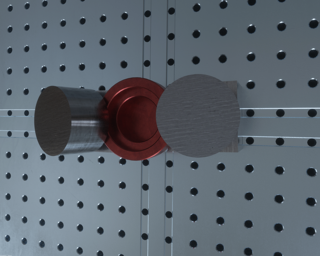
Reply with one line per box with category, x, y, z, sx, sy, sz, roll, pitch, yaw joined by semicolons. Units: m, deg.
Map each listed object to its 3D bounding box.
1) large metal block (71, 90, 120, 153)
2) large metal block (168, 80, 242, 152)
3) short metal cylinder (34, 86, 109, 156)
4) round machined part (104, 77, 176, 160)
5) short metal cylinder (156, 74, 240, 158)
large metal block;-0.085;-0.009;0.429;0.080;0.050;0.080;1;90;20
large metal block;0.057;-0.012;0.379;0.080;0.050;0.080;-1;90;20
short metal cylinder;-0.106;-0.008;0.370;0.080;0.050;0.079;1;92;41
round machined part;-0.023;-0.011;0.380;0.098;0.042;0.097;0;90;20
short metal cylinder;0.036;-0.012;0.319;0.081;0.050;0.080;0;90;0
